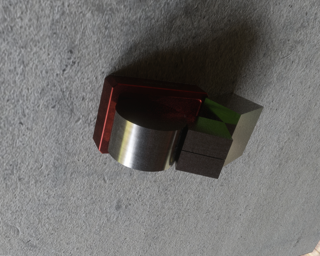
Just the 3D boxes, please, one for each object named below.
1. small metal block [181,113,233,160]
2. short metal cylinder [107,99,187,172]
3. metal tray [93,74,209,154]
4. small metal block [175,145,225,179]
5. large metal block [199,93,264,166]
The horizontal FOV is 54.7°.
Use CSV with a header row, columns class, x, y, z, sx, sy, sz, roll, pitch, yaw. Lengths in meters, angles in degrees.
class,x,y,z,sx,sy,sz,roll,pitch,yaw
small metal block,0.051,0.009,0.358,0.050,0.050,0.025,13,113,-6
short metal cylinder,-0.015,0.006,0.351,0.081,0.080,0.050,1,118,-29
metal tray,-0.011,-0.014,0.391,0.131,0.030,0.089,2,118,-30
small metal block,0.045,0.031,0.368,0.050,0.050,0.025,13,113,-6
large metal block,0.090,0.001,0.423,0.081,0.050,0.079,-16,130,-52
